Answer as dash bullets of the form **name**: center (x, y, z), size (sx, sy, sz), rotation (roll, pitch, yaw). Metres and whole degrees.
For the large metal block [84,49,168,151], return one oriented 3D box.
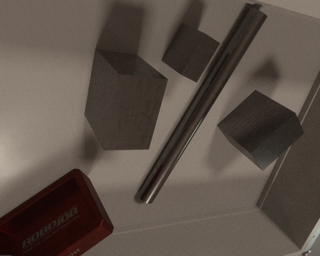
- **large metal block**: center (-0.041, -0.031, 0.332), size (0.050, 0.080, 0.079), rotation (1, 118, -29)

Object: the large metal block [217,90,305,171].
- **large metal block**: center (0.146, 0.002, 0.457), size (0.080, 0.080, 0.050), rotation (-43, 130, 1)

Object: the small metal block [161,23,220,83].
- **small metal block**: center (0.034, -0.088, 0.358), size (0.025, 0.050, 0.050), rotation (20, 108, -36)

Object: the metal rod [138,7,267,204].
- **metal rod**: center (0.051, -0.020, 0.425), size (0.025, 0.025, 0.298), rotation (19, 108, -36)

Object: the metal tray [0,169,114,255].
- **metal tray**: center (-0.131, 0.120, 0.367), size (0.130, 0.090, 0.030), rotation (-34, 141, -6)
